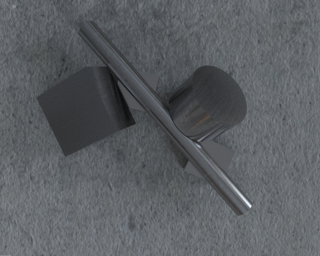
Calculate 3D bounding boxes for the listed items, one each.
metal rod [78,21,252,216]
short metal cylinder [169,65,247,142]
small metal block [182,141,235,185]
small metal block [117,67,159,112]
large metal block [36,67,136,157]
[{"bbox_3d":[0.007,-0.012,0.386,0.025,0.025,0.300,-41,91,0],"label":"metal rod"},{"bbox_3d":[0.058,-0.029,0.379,0.081,0.050,0.080,16,57,-25],"label":"short metal cylinder"},{"bbox_3d":[0.064,0.042,0.412,0.050,0.025,0.050,24,90,-1],"label":"small metal block"},{"bbox_3d":[-0.031,-0.049,0.411,0.050,0.025,0.050,12,90,-1],"label":"small metal block"},{"bbox_3d":[-0.090,-0.021,0.381,0.080,0.050,0.080,-25,91,23],"label":"large metal block"}]
